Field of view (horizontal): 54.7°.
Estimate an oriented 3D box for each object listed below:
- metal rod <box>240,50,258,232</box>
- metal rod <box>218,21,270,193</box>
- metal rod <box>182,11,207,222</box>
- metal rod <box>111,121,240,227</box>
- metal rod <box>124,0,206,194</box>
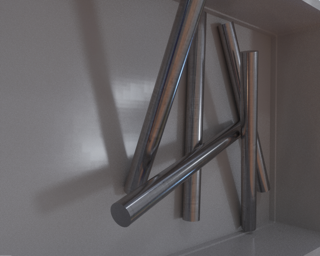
[{"bbox_3d":[0.140,0.032,0.488,0.025,0.025,0.298,-21,114,-38],"label":"metal rod"},{"bbox_3d":[0.146,-0.027,0.528,0.025,0.025,0.298,-27,107,-37],"label":"metal rod"},{"bbox_3d":[0.050,-0.018,0.448,0.025,0.025,0.298,4,88,-40],"label":"metal rod"},{"bbox_3d":[0.050,0.040,0.404,0.302,0.025,0.025,-26,107,-51],"label":"metal rod"},{"bbox_3d":[0.011,-0.057,0.336,0.025,0.025,0.298,2,114,-40],"label":"metal rod"}]
